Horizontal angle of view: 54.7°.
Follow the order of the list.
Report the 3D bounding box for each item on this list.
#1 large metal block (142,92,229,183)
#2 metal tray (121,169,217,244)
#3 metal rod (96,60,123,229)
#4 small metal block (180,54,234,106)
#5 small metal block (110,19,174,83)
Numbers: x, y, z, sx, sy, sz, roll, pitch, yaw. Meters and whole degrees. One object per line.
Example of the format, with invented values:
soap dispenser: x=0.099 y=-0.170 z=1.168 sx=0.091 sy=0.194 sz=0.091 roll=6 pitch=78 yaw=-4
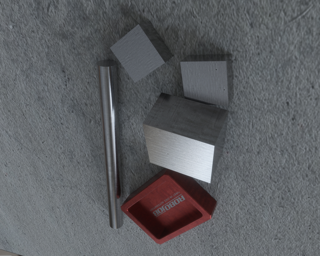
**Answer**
large metal block: x=0.031 y=0.013 z=0.365 sx=0.080 sy=0.050 sz=0.080 roll=17 pitch=146 yaw=18
metal tray: x=0.009 y=0.118 z=0.470 sx=0.090 sy=0.030 sz=0.129 roll=44 pitch=129 yaw=-3
metal rod: x=-0.072 y=0.044 z=0.469 sx=0.025 sy=0.025 sz=0.298 roll=15 pitch=125 yaw=19
small metal block: x=0.053 y=-0.054 z=0.345 sx=0.050 sy=0.025 sz=0.050 roll=5 pitch=121 yaw=25
small metal block: x=-0.021 y=-0.089 z=0.362 sx=0.050 sy=0.025 sz=0.050 roll=-27 pitch=104 yaw=37
